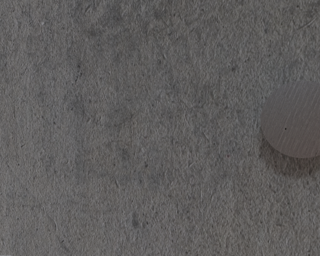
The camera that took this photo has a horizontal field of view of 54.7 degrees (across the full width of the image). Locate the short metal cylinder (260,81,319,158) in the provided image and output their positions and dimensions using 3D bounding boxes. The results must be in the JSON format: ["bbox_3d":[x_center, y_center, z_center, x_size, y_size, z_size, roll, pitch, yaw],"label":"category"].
[{"bbox_3d":[0.154,-0.009,0.341,0.080,0.050,0.080,0,90,20],"label":"short metal cylinder"}]
